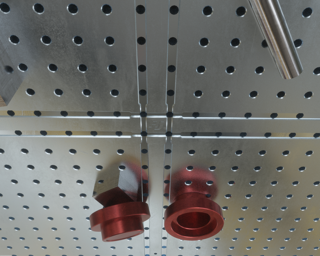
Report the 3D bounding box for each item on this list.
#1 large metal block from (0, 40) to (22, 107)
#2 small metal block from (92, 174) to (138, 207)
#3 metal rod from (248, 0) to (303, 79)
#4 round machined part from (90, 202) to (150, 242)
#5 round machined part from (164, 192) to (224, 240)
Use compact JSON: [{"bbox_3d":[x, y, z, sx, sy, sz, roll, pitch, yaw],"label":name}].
[{"bbox_3d":[-0.214,-0.065,0.337,0.080,0.050,0.080,-7,130,5],"label":"large metal block"},{"bbox_3d":[-0.072,0.107,0.502,0.050,0.025,0.050,-25,126,19],"label":"small metal block"},{"bbox_3d":[0.072,-0.161,0.274,0.025,0.025,0.300,-26,126,20],"label":"metal rod"},{"bbox_3d":[-0.063,0.157,0.509,0.099,0.042,0.098,-12,154,-6],"label":"round machined part"},{"bbox_3d":[0.056,0.147,0.526,0.099,0.042,0.097,0,130,0],"label":"round machined part"}]
